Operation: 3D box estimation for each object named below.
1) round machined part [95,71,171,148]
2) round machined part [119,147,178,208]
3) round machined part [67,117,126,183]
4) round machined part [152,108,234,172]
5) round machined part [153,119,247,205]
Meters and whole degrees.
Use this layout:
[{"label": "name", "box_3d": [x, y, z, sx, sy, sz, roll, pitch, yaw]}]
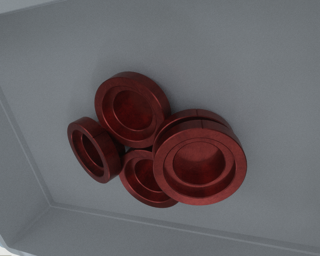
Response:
[{"label": "round machined part", "box_3d": [-0.030, -0.026, 0.395, 0.098, 0.042, 0.097, 13, 124, 21]}, {"label": "round machined part", "box_3d": [-0.006, 0.061, 0.436, 0.098, 0.042, 0.097, 13, 124, 21]}, {"label": "round machined part", "box_3d": [-0.087, 0.027, 0.445, 0.098, 0.042, 0.097, 31, 138, 34]}, {"label": "round machined part", "box_3d": [0.041, 0.021, 0.373, 0.099, 0.042, 0.097, 1, 116, 3]}, {"label": "round machined part", "box_3d": [0.043, 0.034, 0.344, 0.099, 0.042, 0.097, 1, 116, 3]}]
